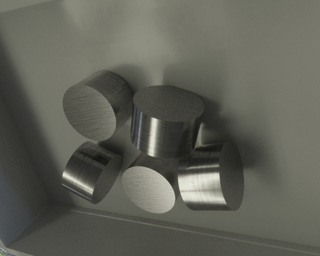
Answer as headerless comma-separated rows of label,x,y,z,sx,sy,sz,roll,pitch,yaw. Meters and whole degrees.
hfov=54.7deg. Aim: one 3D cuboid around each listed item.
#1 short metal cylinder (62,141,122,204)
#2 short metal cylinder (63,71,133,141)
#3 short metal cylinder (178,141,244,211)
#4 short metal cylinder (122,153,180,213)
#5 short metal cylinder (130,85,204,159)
short metal cylinder,-0.099,0.066,0.461,0.050,0.080,0.079,24,127,13
short metal cylinder,-0.080,-0.030,0.412,0.080,0.050,0.079,13,124,20
short metal cylinder,0.063,0.059,0.373,0.050,0.080,0.080,-9,114,32
short metal cylinder,-0.006,0.073,0.437,0.080,0.050,0.079,13,124,20
short metal cylinder,0.007,-0.009,0.362,0.080,0.080,0.050,20,126,16
